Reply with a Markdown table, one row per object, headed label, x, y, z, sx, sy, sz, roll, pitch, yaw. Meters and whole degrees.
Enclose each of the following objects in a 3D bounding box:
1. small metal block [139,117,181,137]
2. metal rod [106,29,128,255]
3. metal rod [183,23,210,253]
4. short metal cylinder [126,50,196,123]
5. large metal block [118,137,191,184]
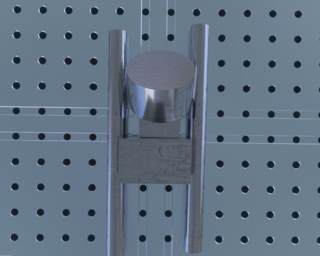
| label | x | y | z | sx | sy | sz | roll | pitch | yaw |
| --- | --- | --- | --- | --- | --- | --- | --- | --- | --- |
| small metal block | 0.000 | -0.001 | 0.401 | 0.050 | 0.050 | 0.025 | 1 | 90 | -1 |
| metal rod | -0.058 | 0.022 | 0.413 | 0.025 | 0.025 | 0.298 | 1 | 90 | 0 |
| metal rod | 0.049 | 0.014 | 0.413 | 0.025 | 0.025 | 0.298 | 2 | 90 | 0 |
| short metal cylinder | 0.001 | -0.052 | 0.379 | 0.081 | 0.050 | 0.080 | 1 | 46 | -1 |
| large metal block | -0.006 | 0.037 | 0.383 | 0.081 | 0.080 | 0.050 | 1 | 90 | 0 |
